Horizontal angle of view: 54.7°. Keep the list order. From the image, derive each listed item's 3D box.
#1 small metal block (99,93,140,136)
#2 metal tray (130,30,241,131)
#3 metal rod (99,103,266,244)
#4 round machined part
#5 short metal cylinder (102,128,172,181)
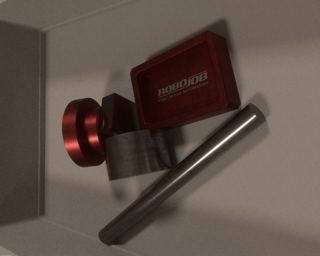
[{"bbox_3d":[-0.054,-0.013,0.424,0.025,0.050,0.050,-16,62,37],"label":"small metal block"},{"bbox_3d":[0.025,-0.050,0.381,0.130,0.030,0.090,-18,79,38],"label":"metal tray"},{"bbox_3d":[0.009,0.074,0.397,0.299,0.025,0.025,-45,64,30],"label":"metal rod"},{"bbox_3d":[-0.092,0.005,0.439,0.042,0.098,0.097,-8,85,15],"label":"round machined part"},{"bbox_3d":[-0.029,0.035,0.393,0.080,0.081,0.050,-19,79,38],"label":"short metal cylinder"}]
